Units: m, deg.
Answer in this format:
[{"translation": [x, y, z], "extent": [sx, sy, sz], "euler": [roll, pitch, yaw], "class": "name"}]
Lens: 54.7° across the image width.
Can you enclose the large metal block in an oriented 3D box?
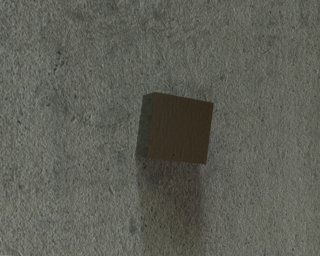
[{"translation": [0.018, 0.001, 0.405], "extent": [0.081, 0.050, 0.080], "euler": [8, 87, -20], "class": "large metal block"}]
